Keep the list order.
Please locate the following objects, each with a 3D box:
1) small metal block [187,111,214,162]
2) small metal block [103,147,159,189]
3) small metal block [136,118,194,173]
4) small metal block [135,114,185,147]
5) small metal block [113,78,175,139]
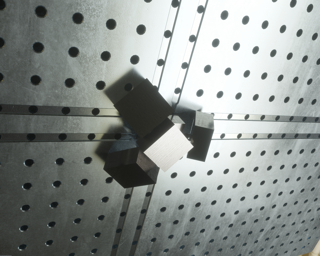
[{"bbox_3d":[0.056,0.011,0.428,0.025,0.050,0.050,13,116,2],"label":"small metal block"},{"bbox_3d":[-0.037,0.053,0.407,0.050,0.025,0.050,-14,135,26],"label":"small metal block"},{"bbox_3d":[0.007,0.021,0.394,0.050,0.025,0.050,-42,130,0],"label":"small metal block"},{"bbox_3d":[0.000,0.009,0.416,0.050,0.025,0.050,1,120,-29],"label":"small metal block"},{"bbox_3d":[-0.019,-0.023,0.370,0.050,0.025,0.050,-40,94,-1],"label":"small metal block"}]
